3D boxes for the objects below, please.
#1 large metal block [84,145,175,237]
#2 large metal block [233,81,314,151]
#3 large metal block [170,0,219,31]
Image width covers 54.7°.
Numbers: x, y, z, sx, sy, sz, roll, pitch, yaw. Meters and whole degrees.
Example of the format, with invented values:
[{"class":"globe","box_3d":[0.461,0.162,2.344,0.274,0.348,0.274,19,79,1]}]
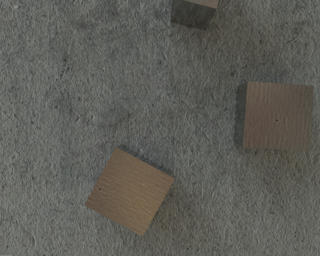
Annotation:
[{"class":"large metal block","box_3d":[-0.037,0.077,0.397,0.080,0.050,0.080,29,90,0]},{"class":"large metal block","box_3d":[0.143,-0.014,0.398,0.081,0.050,0.080,4,90,0]},{"class":"large metal block","box_3d":[0.048,-0.177,0.383,0.050,0.080,0.080,14,90,0]}]
